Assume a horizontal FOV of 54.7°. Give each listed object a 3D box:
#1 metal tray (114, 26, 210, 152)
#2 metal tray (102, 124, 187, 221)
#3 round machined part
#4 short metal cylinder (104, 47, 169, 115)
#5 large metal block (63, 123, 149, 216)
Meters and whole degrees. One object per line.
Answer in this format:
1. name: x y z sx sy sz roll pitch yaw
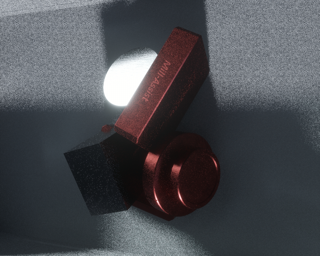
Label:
1. metal tray: 0.008 -0.036 0.354 0.030 0.090 0.130 28 84 20
2. metal tray: -0.026 0.056 0.413 0.130 0.030 0.089 18 96 19
3. round machined part: 0.031 0.054 0.355 0.042 0.099 0.097 8 93 50
4. short metal cylinder: -0.023 -0.053 0.387 0.080 0.050 0.080 -13 61 26
5. large metal block: -0.057 0.047 0.374 0.050 0.080 0.080 -16 101 25
